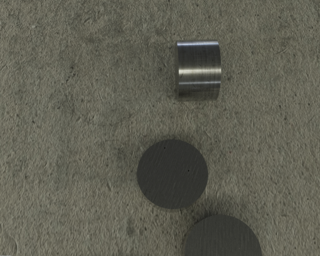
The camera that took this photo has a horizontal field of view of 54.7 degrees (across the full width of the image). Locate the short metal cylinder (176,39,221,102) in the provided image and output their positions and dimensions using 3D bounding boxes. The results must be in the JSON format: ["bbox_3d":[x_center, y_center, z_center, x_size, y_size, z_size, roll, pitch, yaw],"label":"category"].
[{"bbox_3d":[0.047,-0.075,0.406,0.050,0.080,0.080,-2,70,-1],"label":"short metal cylinder"}]

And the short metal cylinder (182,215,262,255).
[{"bbox_3d":[0.066,0.139,0.344,0.081,0.050,0.080,0,70,0],"label":"short metal cylinder"}]

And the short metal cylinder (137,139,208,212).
[{"bbox_3d":[0.014,0.059,0.373,0.081,0.050,0.080,0,70,0],"label":"short metal cylinder"}]
